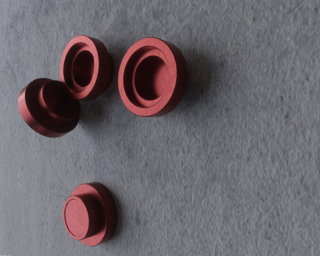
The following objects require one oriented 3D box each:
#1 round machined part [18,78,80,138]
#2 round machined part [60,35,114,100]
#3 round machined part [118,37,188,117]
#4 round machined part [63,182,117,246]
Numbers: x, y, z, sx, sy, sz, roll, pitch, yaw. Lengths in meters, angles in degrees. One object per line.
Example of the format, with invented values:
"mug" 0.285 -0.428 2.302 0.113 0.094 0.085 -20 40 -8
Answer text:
"round machined part" -0.168 -0.037 0.493 0.042 0.099 0.098 -27 73 31
"round machined part" -0.110 -0.090 0.482 0.098 0.042 0.097 0 90 39
"round machined part" -0.005 -0.062 0.396 0.098 0.042 0.097 0 90 39
"round machined part" -0.116 0.136 0.487 0.098 0.042 0.097 0 90 39
